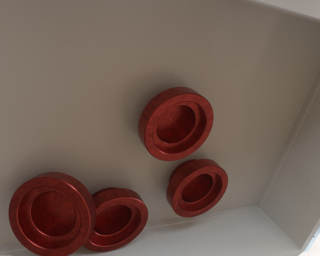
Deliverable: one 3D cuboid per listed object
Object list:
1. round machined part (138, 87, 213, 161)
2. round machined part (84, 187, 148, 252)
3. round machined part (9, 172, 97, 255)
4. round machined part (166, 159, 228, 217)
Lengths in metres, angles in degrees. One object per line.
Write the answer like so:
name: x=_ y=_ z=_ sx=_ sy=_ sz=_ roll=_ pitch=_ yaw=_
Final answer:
round machined part: x=0.017 y=-0.009 z=0.403 sx=0.099 sy=0.042 sz=0.097 roll=-14 pitch=125 yaw=-21
round machined part: x=-0.070 y=0.123 z=0.437 sx=0.099 sy=0.042 sz=0.097 roll=-14 pitch=125 yaw=-21
round machined part: x=-0.123 y=0.100 z=0.372 sx=0.099 sy=0.042 sz=0.097 roll=1 pitch=98 yaw=7
round machined part: x=0.053 y=0.088 z=0.484 sx=0.099 sy=0.042 sz=0.097 roll=-14 pitch=125 yaw=-21
